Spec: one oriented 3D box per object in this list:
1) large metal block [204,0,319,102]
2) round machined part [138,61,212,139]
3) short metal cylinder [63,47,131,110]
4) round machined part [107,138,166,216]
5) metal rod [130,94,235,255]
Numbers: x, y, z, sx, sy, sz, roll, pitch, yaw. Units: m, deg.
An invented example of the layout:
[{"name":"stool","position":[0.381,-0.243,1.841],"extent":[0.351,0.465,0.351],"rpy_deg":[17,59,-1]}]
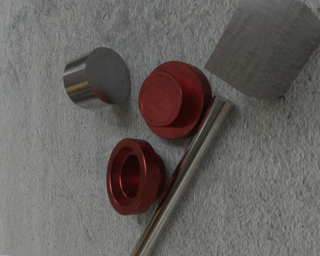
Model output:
[{"name":"large metal block","position":[0.099,-0.074,0.287],"extent":[0.050,0.081,0.080],"rpy_deg":[42,115,32]},{"name":"round machined part","position":[0.012,-0.034,0.384],"extent":[0.098,0.042,0.097],"rpy_deg":[0,90,40]},{"name":"short metal cylinder","position":[-0.089,-0.069,0.442],"extent":[0.050,0.081,0.080],"rpy_deg":[-9,85,40]},{"name":"round machined part","position":[-0.029,0.064,0.407],"extent":[0.098,0.042,0.098],"rpy_deg":[-15,71,52]},{"name":"metal rod","position":[0.012,0.095,0.395],"extent":[0.025,0.025,0.298],"rpy_deg":[39,114,33]}]
